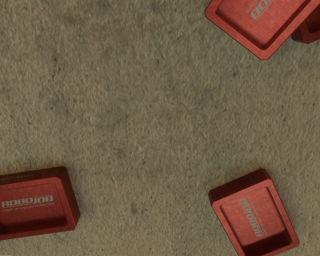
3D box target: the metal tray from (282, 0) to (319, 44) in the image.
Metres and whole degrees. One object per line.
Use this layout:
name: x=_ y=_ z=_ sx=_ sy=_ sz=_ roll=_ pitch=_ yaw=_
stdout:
metal tray: x=0.182 y=-0.172 z=0.346 sx=0.090 sy=0.030 sz=0.129 roll=-22 pitch=109 yaw=7

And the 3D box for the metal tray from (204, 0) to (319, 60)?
metal tray: x=0.121 y=-0.149 z=0.326 sx=0.090 sy=0.030 sz=0.129 roll=37 pitch=123 yaw=-2

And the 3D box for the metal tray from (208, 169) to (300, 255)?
metal tray: x=0.139 y=0.134 z=0.458 sx=0.090 sy=0.030 sz=0.130 roll=-26 pitch=108 yaw=9

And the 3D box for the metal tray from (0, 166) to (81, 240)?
metal tray: x=-0.191 y=0.110 z=0.444 sx=0.131 sy=0.030 sz=0.089 roll=-9 pitch=110 yaw=2
